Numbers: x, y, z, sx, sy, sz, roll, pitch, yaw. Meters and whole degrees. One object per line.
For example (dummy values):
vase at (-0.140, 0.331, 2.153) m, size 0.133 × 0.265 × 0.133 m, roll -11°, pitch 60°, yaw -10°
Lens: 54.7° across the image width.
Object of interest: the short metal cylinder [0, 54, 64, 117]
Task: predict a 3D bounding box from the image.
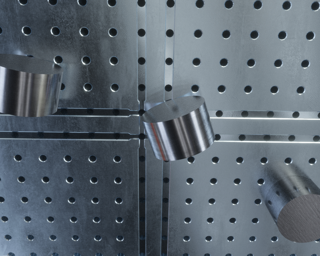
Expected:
short metal cylinder at (-0.159, -0.051, 0.363) m, size 0.081 × 0.080 × 0.050 m, roll 13°, pitch 110°, yaw -5°

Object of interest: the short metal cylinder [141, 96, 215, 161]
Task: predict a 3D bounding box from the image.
short metal cylinder at (0.023, -0.002, 0.384) m, size 0.080 × 0.080 × 0.050 m, roll -17°, pitch 110°, yaw 6°

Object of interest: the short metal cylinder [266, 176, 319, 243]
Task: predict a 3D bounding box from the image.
short metal cylinder at (0.200, 0.116, 0.446) m, size 0.081 × 0.050 × 0.079 m, roll 0°, pitch 110°, yaw -1°
